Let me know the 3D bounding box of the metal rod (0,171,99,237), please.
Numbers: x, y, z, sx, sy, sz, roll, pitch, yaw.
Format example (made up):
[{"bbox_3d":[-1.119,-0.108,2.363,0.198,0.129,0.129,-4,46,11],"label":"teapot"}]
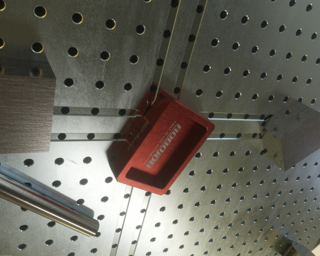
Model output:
[{"bbox_3d":[-0.181,0.065,0.352,0.025,0.025,0.300,-44,129,2],"label":"metal rod"}]

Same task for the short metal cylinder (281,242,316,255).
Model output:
[{"bbox_3d":[0.351,0.332,0.773,0.080,0.080,0.050,20,108,-36],"label":"short metal cylinder"}]

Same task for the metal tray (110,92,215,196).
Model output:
[{"bbox_3d":[0.004,0.026,0.425,0.090,0.030,0.130,27,103,-38],"label":"metal tray"}]

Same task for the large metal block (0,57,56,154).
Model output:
[{"bbox_3d":[-0.150,-0.022,0.299,0.081,0.050,0.079,0,118,-29],"label":"large metal block"}]

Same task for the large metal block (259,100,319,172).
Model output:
[{"bbox_3d":[0.221,0.013,0.524,0.080,0.050,0.080,-31,129,-8],"label":"large metal block"}]
